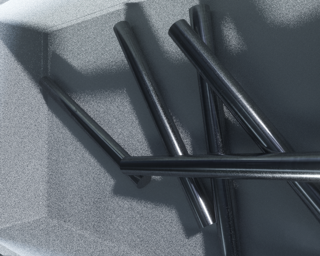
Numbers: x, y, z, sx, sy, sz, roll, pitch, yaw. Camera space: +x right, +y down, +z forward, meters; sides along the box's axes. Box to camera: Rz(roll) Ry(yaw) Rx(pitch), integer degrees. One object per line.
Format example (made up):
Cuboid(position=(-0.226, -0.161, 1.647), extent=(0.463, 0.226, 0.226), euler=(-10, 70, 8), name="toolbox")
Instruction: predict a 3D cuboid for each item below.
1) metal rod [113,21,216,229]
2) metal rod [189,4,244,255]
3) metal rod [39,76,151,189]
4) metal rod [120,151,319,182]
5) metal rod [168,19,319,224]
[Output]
Cuboid(position=(0.000, -0.018, 0.406), extent=(0.025, 0.025, 0.299), euler=(-36, 68, 34), name="metal rod")
Cuboid(position=(0.064, 0.006, 0.354), extent=(0.025, 0.025, 0.298), euler=(-11, 83, 39), name="metal rod")
Cuboid(position=(-0.119, -0.007, 0.505), extent=(0.300, 0.025, 0.025), euler=(39, 114, 33), name="metal rod")
Cuboid(position=(0.063, 0.039, 0.312), extent=(0.300, 0.025, 0.025), euler=(-6, 86, 44), name="metal rod")
Cuboid(position=(0.101, 0.003, 0.304), extent=(0.025, 0.025, 0.299), euler=(-46, 69, 30), name="metal rod")
